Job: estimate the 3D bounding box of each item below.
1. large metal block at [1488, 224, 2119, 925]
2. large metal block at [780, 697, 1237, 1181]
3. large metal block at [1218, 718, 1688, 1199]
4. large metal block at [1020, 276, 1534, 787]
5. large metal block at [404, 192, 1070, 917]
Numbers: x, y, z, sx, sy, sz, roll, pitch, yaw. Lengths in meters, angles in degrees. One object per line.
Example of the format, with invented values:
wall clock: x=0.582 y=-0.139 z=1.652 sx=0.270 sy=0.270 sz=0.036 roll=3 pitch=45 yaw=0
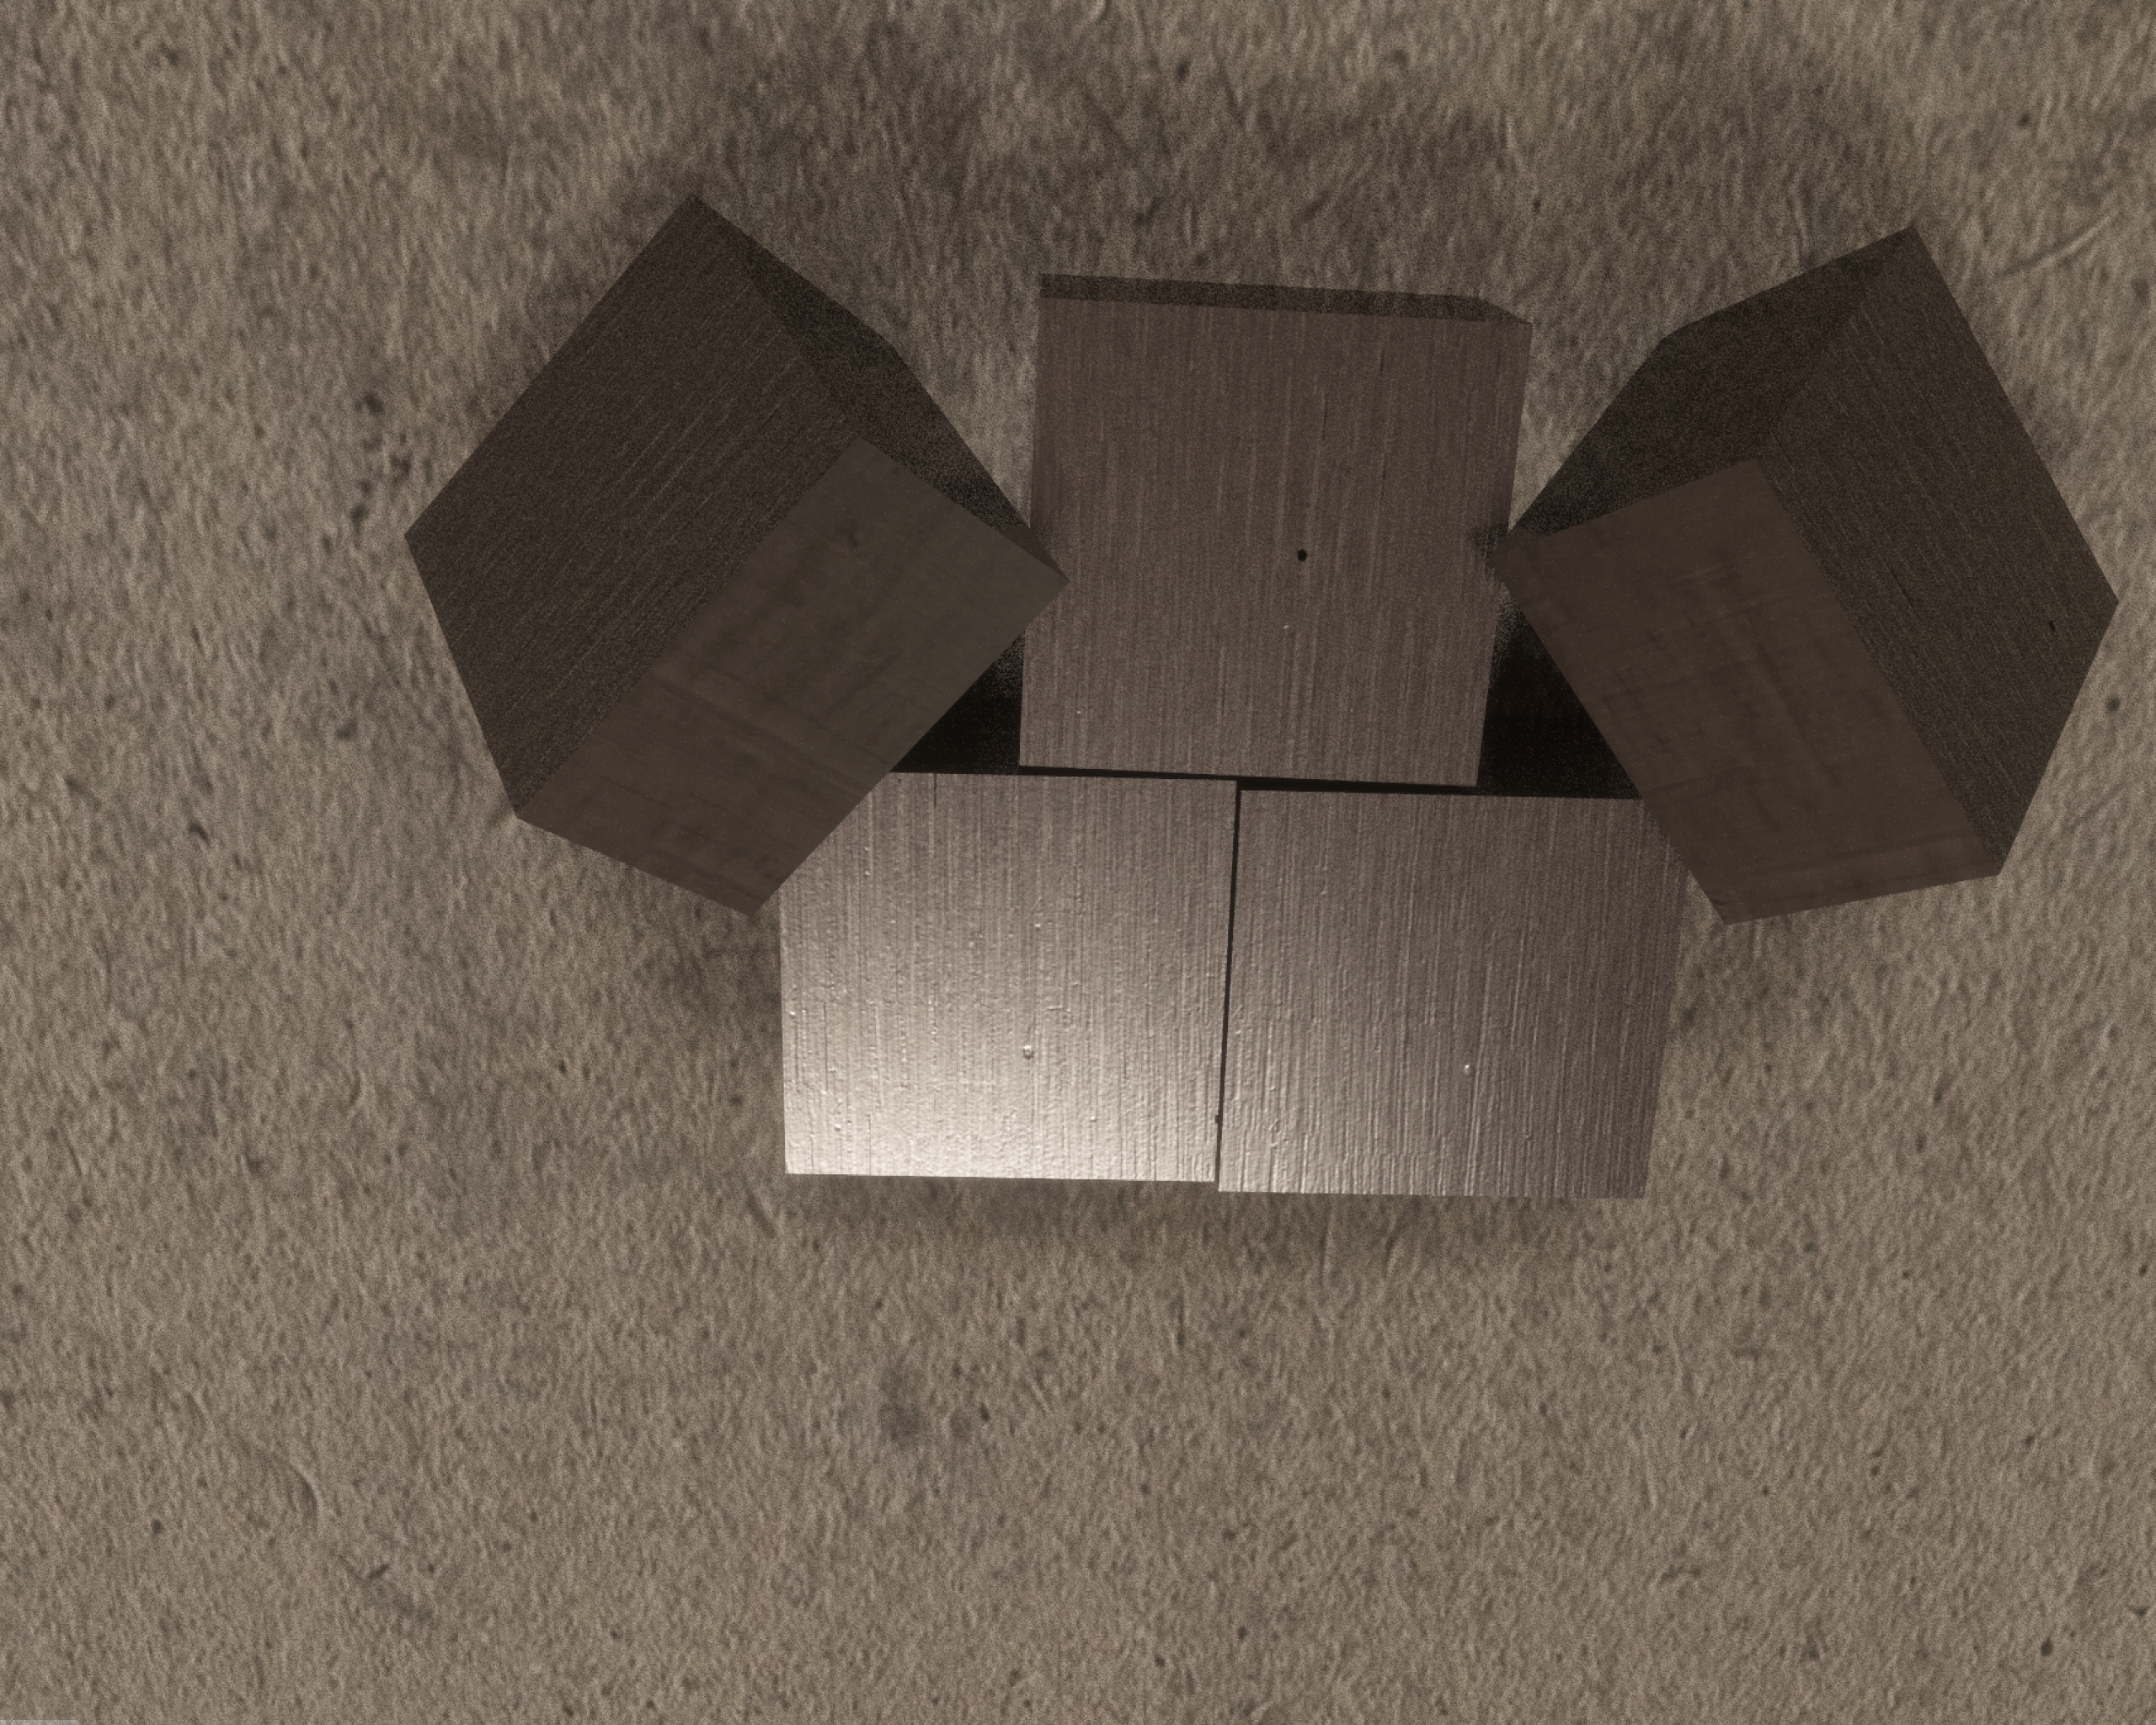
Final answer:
large metal block: x=0.128 y=-0.048 z=0.359 sx=0.050 sy=0.080 sz=0.080 roll=-17 pitch=116 yaw=49
large metal block: x=-0.014 y=0.013 z=0.402 sx=0.081 sy=0.050 sz=0.079 roll=1 pitch=110 yaw=-1
large metal block: x=0.068 y=0.017 z=0.403 sx=0.081 sy=0.050 sz=0.079 roll=1 pitch=110 yaw=-1
large metal block: x=0.032 y=-0.061 z=0.376 sx=0.081 sy=0.050 sz=0.079 roll=3 pitch=110 yaw=-2
large metal block: x=-0.061 y=-0.052 z=0.354 sx=0.080 sy=0.080 sz=0.050 roll=-45 pitch=139 yaw=14
